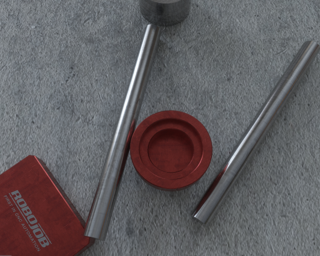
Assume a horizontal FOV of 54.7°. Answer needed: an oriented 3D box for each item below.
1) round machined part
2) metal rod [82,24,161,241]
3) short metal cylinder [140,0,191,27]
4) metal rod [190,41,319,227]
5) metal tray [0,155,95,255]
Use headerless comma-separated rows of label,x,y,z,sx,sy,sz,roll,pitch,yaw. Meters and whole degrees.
round machined part,0.013,0.031,0.388,0.099,0.042,0.098,0,70,0
metal rod,-0.041,-0.013,0.398,0.025,0.025,0.300,11,65,4
short metal cylinder,0.008,-0.203,0.469,0.081,0.050,0.080,0,70,0
metal rod,0.134,-0.004,0.410,0.025,0.025,0.300,34,73,11
metal tray,-0.150,0.108,0.365,0.090,0.030,0.130,-37,74,-13
